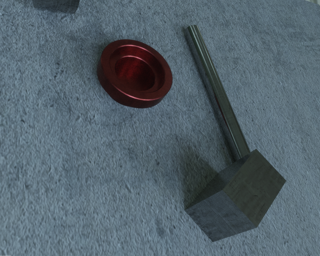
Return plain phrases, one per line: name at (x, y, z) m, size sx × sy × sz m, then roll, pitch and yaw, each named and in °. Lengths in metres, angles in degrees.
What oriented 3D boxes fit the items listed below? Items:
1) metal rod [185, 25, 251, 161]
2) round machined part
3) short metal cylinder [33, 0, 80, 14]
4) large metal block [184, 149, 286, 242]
metal rod at (0.095, -0.038, 0.477) m, size 0.025 × 0.025 × 0.299 m, roll -3°, pitch 63°, yaw -30°
round machined part at (-0.036, -0.067, 0.414) m, size 0.099 × 0.042 × 0.098 m, roll 14°, pitch 56°, yaw -21°
short metal cylinder at (-0.140, -0.198, 0.414) m, size 0.050 × 0.080 × 0.080 m, roll -1°, pitch 63°, yaw -29°
large metal block at (0.088, 0.080, 0.367) m, size 0.050 × 0.080 × 0.080 m, roll 48°, pitch 51°, yaw 5°
